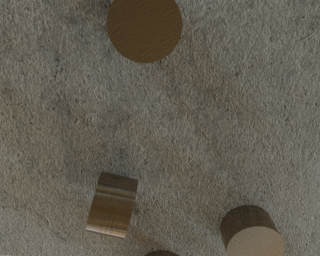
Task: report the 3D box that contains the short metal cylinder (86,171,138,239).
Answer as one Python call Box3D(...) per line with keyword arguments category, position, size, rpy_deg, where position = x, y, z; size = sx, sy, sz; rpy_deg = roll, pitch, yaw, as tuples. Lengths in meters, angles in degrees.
Box3D(category="short metal cylinder", position=(-0.064, 0.103, 0.418), size=(0.050, 0.080, 0.079), rpy_deg=(14, 110, -5))

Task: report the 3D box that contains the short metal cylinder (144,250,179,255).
Box3D(category="short metal cylinder", position=(0.002, 0.241, 0.485), size=(0.081, 0.050, 0.079), rpy_deg=(0, 110, 0))

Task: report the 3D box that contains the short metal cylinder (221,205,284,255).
Box3D(category="short metal cylinder", position=(0.134, 0.162, 0.457), size=(0.081, 0.050, 0.079), rpy_deg=(0, 110, 0))

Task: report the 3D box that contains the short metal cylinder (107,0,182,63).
Box3D(category="short metal cylinder", position=(-0.016, -0.118, 0.353), size=(0.081, 0.050, 0.079), rpy_deg=(0, 110, 0))
